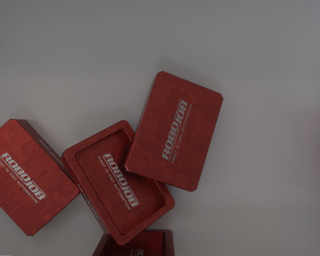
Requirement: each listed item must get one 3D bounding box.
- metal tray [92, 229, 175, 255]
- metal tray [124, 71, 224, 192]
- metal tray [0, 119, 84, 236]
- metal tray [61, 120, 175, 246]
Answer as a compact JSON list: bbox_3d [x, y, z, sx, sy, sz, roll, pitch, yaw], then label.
[{"bbox_3d":[-0.029,0.153,0.359,0.091,0.130,0.030,1,91,0],"label":"metal tray"},{"bbox_3d":[0.018,0.005,0.390,0.091,0.030,0.130,20,79,-9],"label":"metal tray"},{"bbox_3d":[-0.176,0.063,0.407,0.090,0.030,0.130,-42,90,0],"label":"metal tray"},{"bbox_3d":[-0.051,0.066,0.388,0.091,0.030,0.130,-31,90,-29],"label":"metal tray"}]
